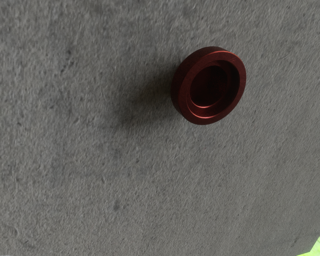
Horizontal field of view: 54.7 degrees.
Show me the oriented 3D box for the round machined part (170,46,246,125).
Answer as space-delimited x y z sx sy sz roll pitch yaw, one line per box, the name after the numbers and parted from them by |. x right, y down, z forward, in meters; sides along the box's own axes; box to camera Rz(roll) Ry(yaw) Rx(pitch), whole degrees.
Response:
0.057 -0.056 0.394 0.099 0.042 0.097 -14 125 -21 | round machined part
